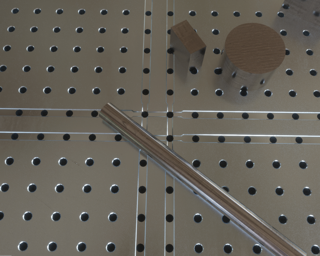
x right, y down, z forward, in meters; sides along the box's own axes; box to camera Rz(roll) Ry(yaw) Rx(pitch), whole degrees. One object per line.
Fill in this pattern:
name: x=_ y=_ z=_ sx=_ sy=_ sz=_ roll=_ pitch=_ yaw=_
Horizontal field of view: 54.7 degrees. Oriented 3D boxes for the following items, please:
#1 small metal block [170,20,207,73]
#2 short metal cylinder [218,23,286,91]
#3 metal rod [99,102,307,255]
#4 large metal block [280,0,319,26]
small metal block: x=0.038 y=-0.115 z=0.441 sx=0.025 sy=0.050 sz=0.050 roll=-29 pitch=73 yaw=-10
short metal cylinder: x=0.127 y=-0.099 z=0.435 sx=0.081 sy=0.050 sz=0.080 roll=0 pitch=70 yaw=0
metal rod: x=0.043 y=0.064 z=0.388 sx=0.300 sy=0.025 sz=0.025 roll=37 pitch=74 yaw=12
large metal block: x=0.248 y=-0.212 z=0.477 sx=0.080 sy=0.050 sz=0.080 roll=30 pitch=73 yaw=10
